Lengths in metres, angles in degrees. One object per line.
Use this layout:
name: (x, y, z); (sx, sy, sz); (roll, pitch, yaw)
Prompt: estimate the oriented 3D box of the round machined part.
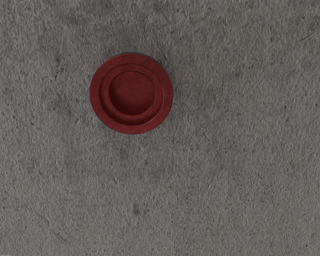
round machined part: (-0.034, -0.045, 0.384); (0.099, 0.042, 0.097); (0, 110, 0)
